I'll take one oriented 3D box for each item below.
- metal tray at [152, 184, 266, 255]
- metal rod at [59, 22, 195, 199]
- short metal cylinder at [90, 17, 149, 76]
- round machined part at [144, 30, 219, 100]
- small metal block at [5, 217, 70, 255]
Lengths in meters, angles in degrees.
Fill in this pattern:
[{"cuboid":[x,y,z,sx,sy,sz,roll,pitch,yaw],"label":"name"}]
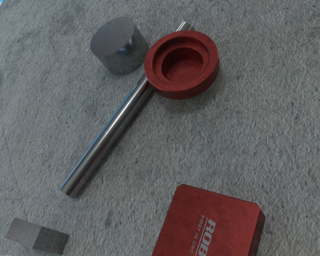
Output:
[{"cuboid":[0.040,0.128,0.301,0.090,0.030,0.130,10,66,32],"label":"metal tray"},{"cuboid":[-0.041,-0.033,0.445,0.025,0.025,0.300,26,75,37],"label":"metal rod"},{"cuboid":[-0.065,-0.132,0.503,0.080,0.050,0.080,-13,56,21],"label":"short metal cylinder"},{"cuboid":[0.031,-0.080,0.419,0.098,0.042,0.098,-7,64,14],"label":"round machined part"},{"cuboid":[-0.151,0.135,0.385,0.050,0.050,0.025,4,64,30],"label":"small metal block"}]
